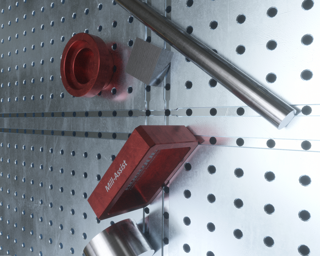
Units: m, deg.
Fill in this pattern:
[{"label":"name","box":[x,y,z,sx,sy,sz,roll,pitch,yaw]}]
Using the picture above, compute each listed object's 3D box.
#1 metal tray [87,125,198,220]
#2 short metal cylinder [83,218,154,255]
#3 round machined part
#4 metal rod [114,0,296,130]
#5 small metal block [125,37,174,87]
[{"label":"metal tray","box":[-0.021,0.054,0.382,0.030,0.091,0.129,50,119,28]},{"label":"short metal cylinder","box":[-0.055,0.168,0.417,0.050,0.081,0.080,51,120,27]},{"label":"round machined part","box":[-0.111,-0.096,0.487,0.098,0.042,0.097,0,90,39]},{"label":"metal rod","box":[0.034,-0.101,0.379,0.300,0.025,0.025,46,117,30]},{"label":"small metal block","box":[-0.015,-0.089,0.420,0.050,0.025,0.050,34,111,34]}]
